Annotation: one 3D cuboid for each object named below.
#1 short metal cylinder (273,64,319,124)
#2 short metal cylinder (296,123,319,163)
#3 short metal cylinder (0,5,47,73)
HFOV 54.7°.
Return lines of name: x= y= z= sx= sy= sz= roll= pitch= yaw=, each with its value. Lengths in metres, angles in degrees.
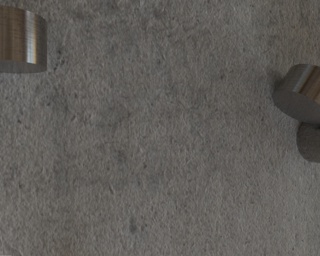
short metal cylinder: x=0.218 y=-0.050 z=0.463 sx=0.080 sy=0.080 sz=0.050 roll=38 pitch=78 yaw=-17
short metal cylinder: x=0.270 y=0.019 z=0.498 sx=0.081 sy=0.050 sz=0.079 roll=0 pitch=90 yaw=-21
short metal cylinder: x=-0.160 y=-0.088 z=0.321 sx=0.081 sy=0.080 sz=0.050 roll=0 pitch=90 yaw=-20
